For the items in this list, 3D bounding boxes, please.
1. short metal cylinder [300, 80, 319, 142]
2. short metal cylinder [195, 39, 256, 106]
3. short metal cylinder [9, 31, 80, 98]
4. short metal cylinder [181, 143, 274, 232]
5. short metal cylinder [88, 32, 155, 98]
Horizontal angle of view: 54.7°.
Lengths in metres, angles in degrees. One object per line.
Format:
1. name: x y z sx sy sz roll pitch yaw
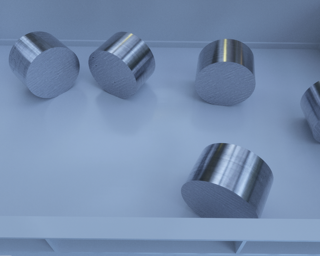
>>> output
1. short metal cylinder: 0.227 -0.022 0.391 0.081 0.080 0.050 -1 50 -1
2. short metal cylinder: 0.091 -0.077 0.435 0.080 0.080 0.050 7 51 5
3. short metal cylinder: -0.164 -0.090 0.443 0.080 0.080 0.050 -35 59 -26
4. short metal cylinder: 0.069 0.061 0.319 0.080 0.080 0.050 23 54 17
5. short metal cylinder: -0.054 -0.089 0.444 0.080 0.080 0.050 23 54 18
